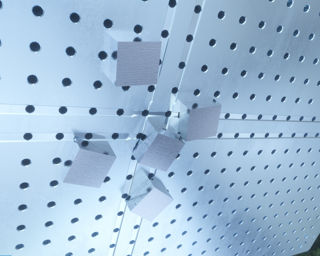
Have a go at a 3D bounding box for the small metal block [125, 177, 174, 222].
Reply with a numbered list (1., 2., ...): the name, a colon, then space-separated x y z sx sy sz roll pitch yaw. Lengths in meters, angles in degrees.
1. small metal block: -0.016 0.110 0.472 0.050 0.025 0.050 -46 130 3

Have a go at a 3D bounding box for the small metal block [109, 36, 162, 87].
1. small metal block: -0.029 -0.076 0.350 0.050 0.025 0.050 -8 122 -25

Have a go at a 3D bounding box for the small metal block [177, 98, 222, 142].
1. small metal block: 0.055 -0.012 0.436 0.050 0.025 0.050 -10 123 -24

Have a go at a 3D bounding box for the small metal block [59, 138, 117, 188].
1. small metal block: -0.091 0.045 0.391 0.050 0.025 0.050 19 109 -36

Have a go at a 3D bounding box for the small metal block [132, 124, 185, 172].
1. small metal block: -0.002 0.028 0.430 0.050 0.025 0.050 23 106 -37
